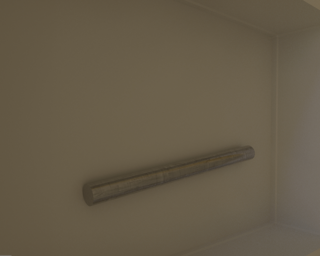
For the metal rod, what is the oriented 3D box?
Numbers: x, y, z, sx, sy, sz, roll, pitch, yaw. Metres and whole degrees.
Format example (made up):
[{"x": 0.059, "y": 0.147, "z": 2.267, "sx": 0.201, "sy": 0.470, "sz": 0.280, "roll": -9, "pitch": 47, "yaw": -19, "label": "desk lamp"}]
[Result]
[{"x": 0.037, "y": 0.058, "z": 0.435, "sx": 0.302, "sy": 0.025, "sz": 0.025, "roll": -8, "pitch": 95, "yaw": -40, "label": "metal rod"}]
